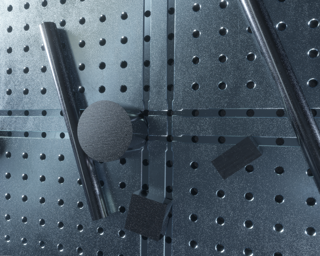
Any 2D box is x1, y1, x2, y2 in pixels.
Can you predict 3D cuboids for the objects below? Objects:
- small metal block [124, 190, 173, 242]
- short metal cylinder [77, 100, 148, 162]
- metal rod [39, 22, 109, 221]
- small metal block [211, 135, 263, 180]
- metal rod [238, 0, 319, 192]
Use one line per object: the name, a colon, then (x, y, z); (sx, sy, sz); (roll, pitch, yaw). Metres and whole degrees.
small metal block: (-0.015, 0.117, 0.418); (0.050, 0.025, 0.050); (14, 95, 19)
short metal cylinder: (-0.063, 0.004, 0.422); (0.080, 0.050, 0.080); (0, 90, 20)
metal rod: (-0.128, -0.014, 0.457); (0.025, 0.025, 0.299); (-19, 84, 19)
small metal block: (0.093, 0.034, 0.366); (0.050, 0.050, 0.025); (-37, 78, 16)
metal rod: (0.150, -0.044, 0.359); (0.025, 0.025, 0.299); (-23, 83, 18)
